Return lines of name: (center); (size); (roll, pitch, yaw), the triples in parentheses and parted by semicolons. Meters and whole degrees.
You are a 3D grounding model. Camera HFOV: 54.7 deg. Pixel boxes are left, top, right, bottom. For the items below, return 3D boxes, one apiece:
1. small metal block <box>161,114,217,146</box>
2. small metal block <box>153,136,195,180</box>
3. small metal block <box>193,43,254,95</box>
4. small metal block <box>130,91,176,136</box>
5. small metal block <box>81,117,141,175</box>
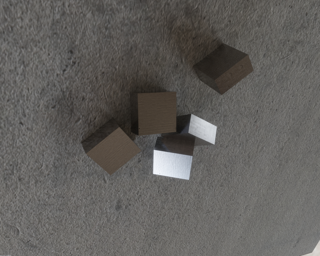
small metal block: (0.038, 0.005, 0.411); (0.050, 0.050, 0.025); (23, 69, -37)
small metal block: (0.018, 0.041, 0.421); (0.050, 0.025, 0.050); (9, 134, 6)
small metal block: (0.078, -0.075, 0.387); (0.050, 0.050, 0.025); (-38, 129, -3)
small metal block: (-0.008, -0.019, 0.381); (0.050, 0.025, 0.050); (-6, 102, -25)
small metal block: (-0.060, 0.024, 0.388); (0.050, 0.025, 0.050); (-39, 130, -2)
